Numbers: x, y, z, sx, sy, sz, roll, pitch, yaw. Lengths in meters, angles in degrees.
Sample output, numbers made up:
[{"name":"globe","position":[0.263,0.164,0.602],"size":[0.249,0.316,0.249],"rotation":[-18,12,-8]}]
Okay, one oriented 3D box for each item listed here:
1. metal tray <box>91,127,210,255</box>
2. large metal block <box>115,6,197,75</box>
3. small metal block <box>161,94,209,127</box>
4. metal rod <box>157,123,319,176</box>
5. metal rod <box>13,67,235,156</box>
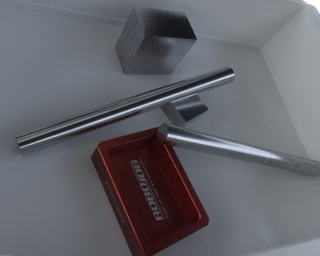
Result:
[{"name":"metal tray","position":[-0.012,0.069,0.355],"size":[0.091,0.030,0.130],"rotation":[-15,70,-34]},{"name":"large metal block","position":[-0.008,-0.120,0.441],"size":[0.081,0.080,0.050],"rotation":[-6,65,-31]},{"name":"small metal block","position":[0.033,-0.031,0.444],"size":[0.050,0.025,0.050],"rotation":[-29,78,-38]},{"name":"metal rod","position":[0.132,0.037,0.435],"size":[0.302,0.025,0.025],"rotation":[13,56,-29]},{"name":"metal rod","position":[-0.022,-0.031,0.389],"size":[0.302,0.025,0.025],"rotation":[-21,73,-28]}]
